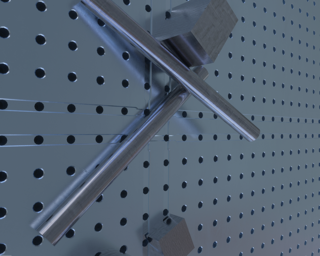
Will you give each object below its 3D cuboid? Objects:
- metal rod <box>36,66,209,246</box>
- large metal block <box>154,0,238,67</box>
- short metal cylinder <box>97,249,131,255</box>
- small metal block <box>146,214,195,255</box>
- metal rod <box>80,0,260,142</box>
[{"bbox_3d":[-0.027,0.014,0.386,0.301,0.025,0.025,-48,119,-29],"label":"metal rod"},{"bbox_3d":[0.043,-0.126,0.409,0.050,0.080,0.080,46,63,-31],"label":"large metal block"},{"bbox_3d":[-0.047,0.188,0.354,0.081,0.050,0.079,0,90,-40],"label":"short metal cylinder"},{"bbox_3d":[0.015,0.156,0.422,0.050,0.025,0.050,-30,109,-36],"label":"small metal block"},{"bbox_3d":[0.030,-0.069,0.405,0.301,0.025,0.025,36,68,-25],"label":"metal rod"}]
